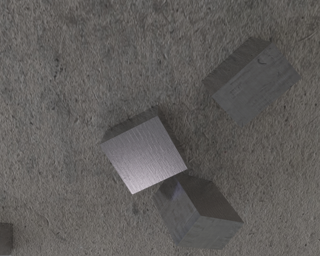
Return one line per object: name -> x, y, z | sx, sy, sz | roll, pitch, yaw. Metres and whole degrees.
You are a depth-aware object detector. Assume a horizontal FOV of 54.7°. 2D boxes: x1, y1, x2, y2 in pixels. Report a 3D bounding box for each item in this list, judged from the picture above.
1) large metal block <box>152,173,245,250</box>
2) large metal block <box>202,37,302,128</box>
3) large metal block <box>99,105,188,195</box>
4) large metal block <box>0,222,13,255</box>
large metal block -> 0.048, 0.108, 0.406 | 0.080, 0.080, 0.050 | 20, 111, -35
large metal block -> 0.100, -0.056, 0.360 | 0.080, 0.080, 0.050 | -42, 105, 14
large metal block -> -0.019, 0.027, 0.406 | 0.080, 0.050, 0.080 | -27, 108, 9
large metal block -> -0.269, 0.179, 0.444 | 0.081, 0.080, 0.050 | 8, 110, -3
